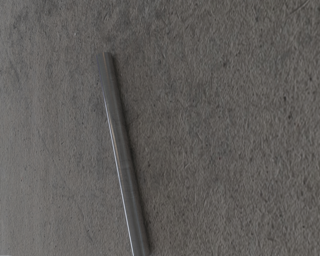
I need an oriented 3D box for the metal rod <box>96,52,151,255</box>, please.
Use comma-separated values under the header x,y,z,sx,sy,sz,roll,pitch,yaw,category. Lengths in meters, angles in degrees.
x,y,z,sx,sy,sz,roll,pitch,yaw,category
-0.056,0.033,0.452,0.025,0.025,0.299,-20,77,38,metal rod
